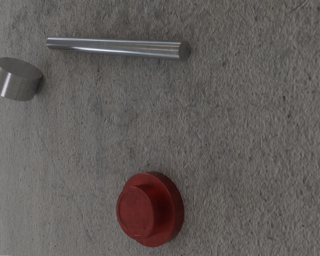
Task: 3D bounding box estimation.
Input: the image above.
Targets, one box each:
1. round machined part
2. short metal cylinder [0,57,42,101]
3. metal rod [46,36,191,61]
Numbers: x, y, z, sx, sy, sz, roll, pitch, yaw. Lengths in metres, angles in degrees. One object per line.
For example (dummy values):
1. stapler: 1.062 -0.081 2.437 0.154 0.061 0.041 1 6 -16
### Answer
1. round machined part: -0.020 0.109 0.411 0.098 0.042 0.097 0 90 40
2. short metal cylinder: -0.276 -0.094 0.598 0.080 0.081 0.050 44 117 31
3. metal rod: -0.083 -0.125 0.473 0.300 0.025 0.025 15 100 39
